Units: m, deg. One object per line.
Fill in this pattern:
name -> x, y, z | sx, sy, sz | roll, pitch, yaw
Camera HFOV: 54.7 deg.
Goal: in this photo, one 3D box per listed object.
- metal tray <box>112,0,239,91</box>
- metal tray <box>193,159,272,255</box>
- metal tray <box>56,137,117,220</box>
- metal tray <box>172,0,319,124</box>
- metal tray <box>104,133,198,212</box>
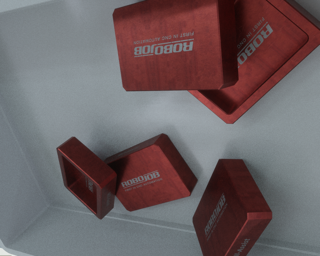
metal tray -> 0.011, -0.084, 0.314 | 0.130, 0.030, 0.089 | 5, 107, 41
metal tray -> 0.083, 0.114, 0.391 | 0.030, 0.090, 0.129 | 3, 128, -16
metal tray -> -0.112, 0.081, 0.479 | 0.090, 0.030, 0.129 | 38, 146, 16
metal tray -> 0.082, -0.075, 0.314 | 0.090, 0.030, 0.129 | 40, 129, 0
metal tray -> -0.022, 0.070, 0.459 | 0.130, 0.030, 0.090 | -25, 105, 36
